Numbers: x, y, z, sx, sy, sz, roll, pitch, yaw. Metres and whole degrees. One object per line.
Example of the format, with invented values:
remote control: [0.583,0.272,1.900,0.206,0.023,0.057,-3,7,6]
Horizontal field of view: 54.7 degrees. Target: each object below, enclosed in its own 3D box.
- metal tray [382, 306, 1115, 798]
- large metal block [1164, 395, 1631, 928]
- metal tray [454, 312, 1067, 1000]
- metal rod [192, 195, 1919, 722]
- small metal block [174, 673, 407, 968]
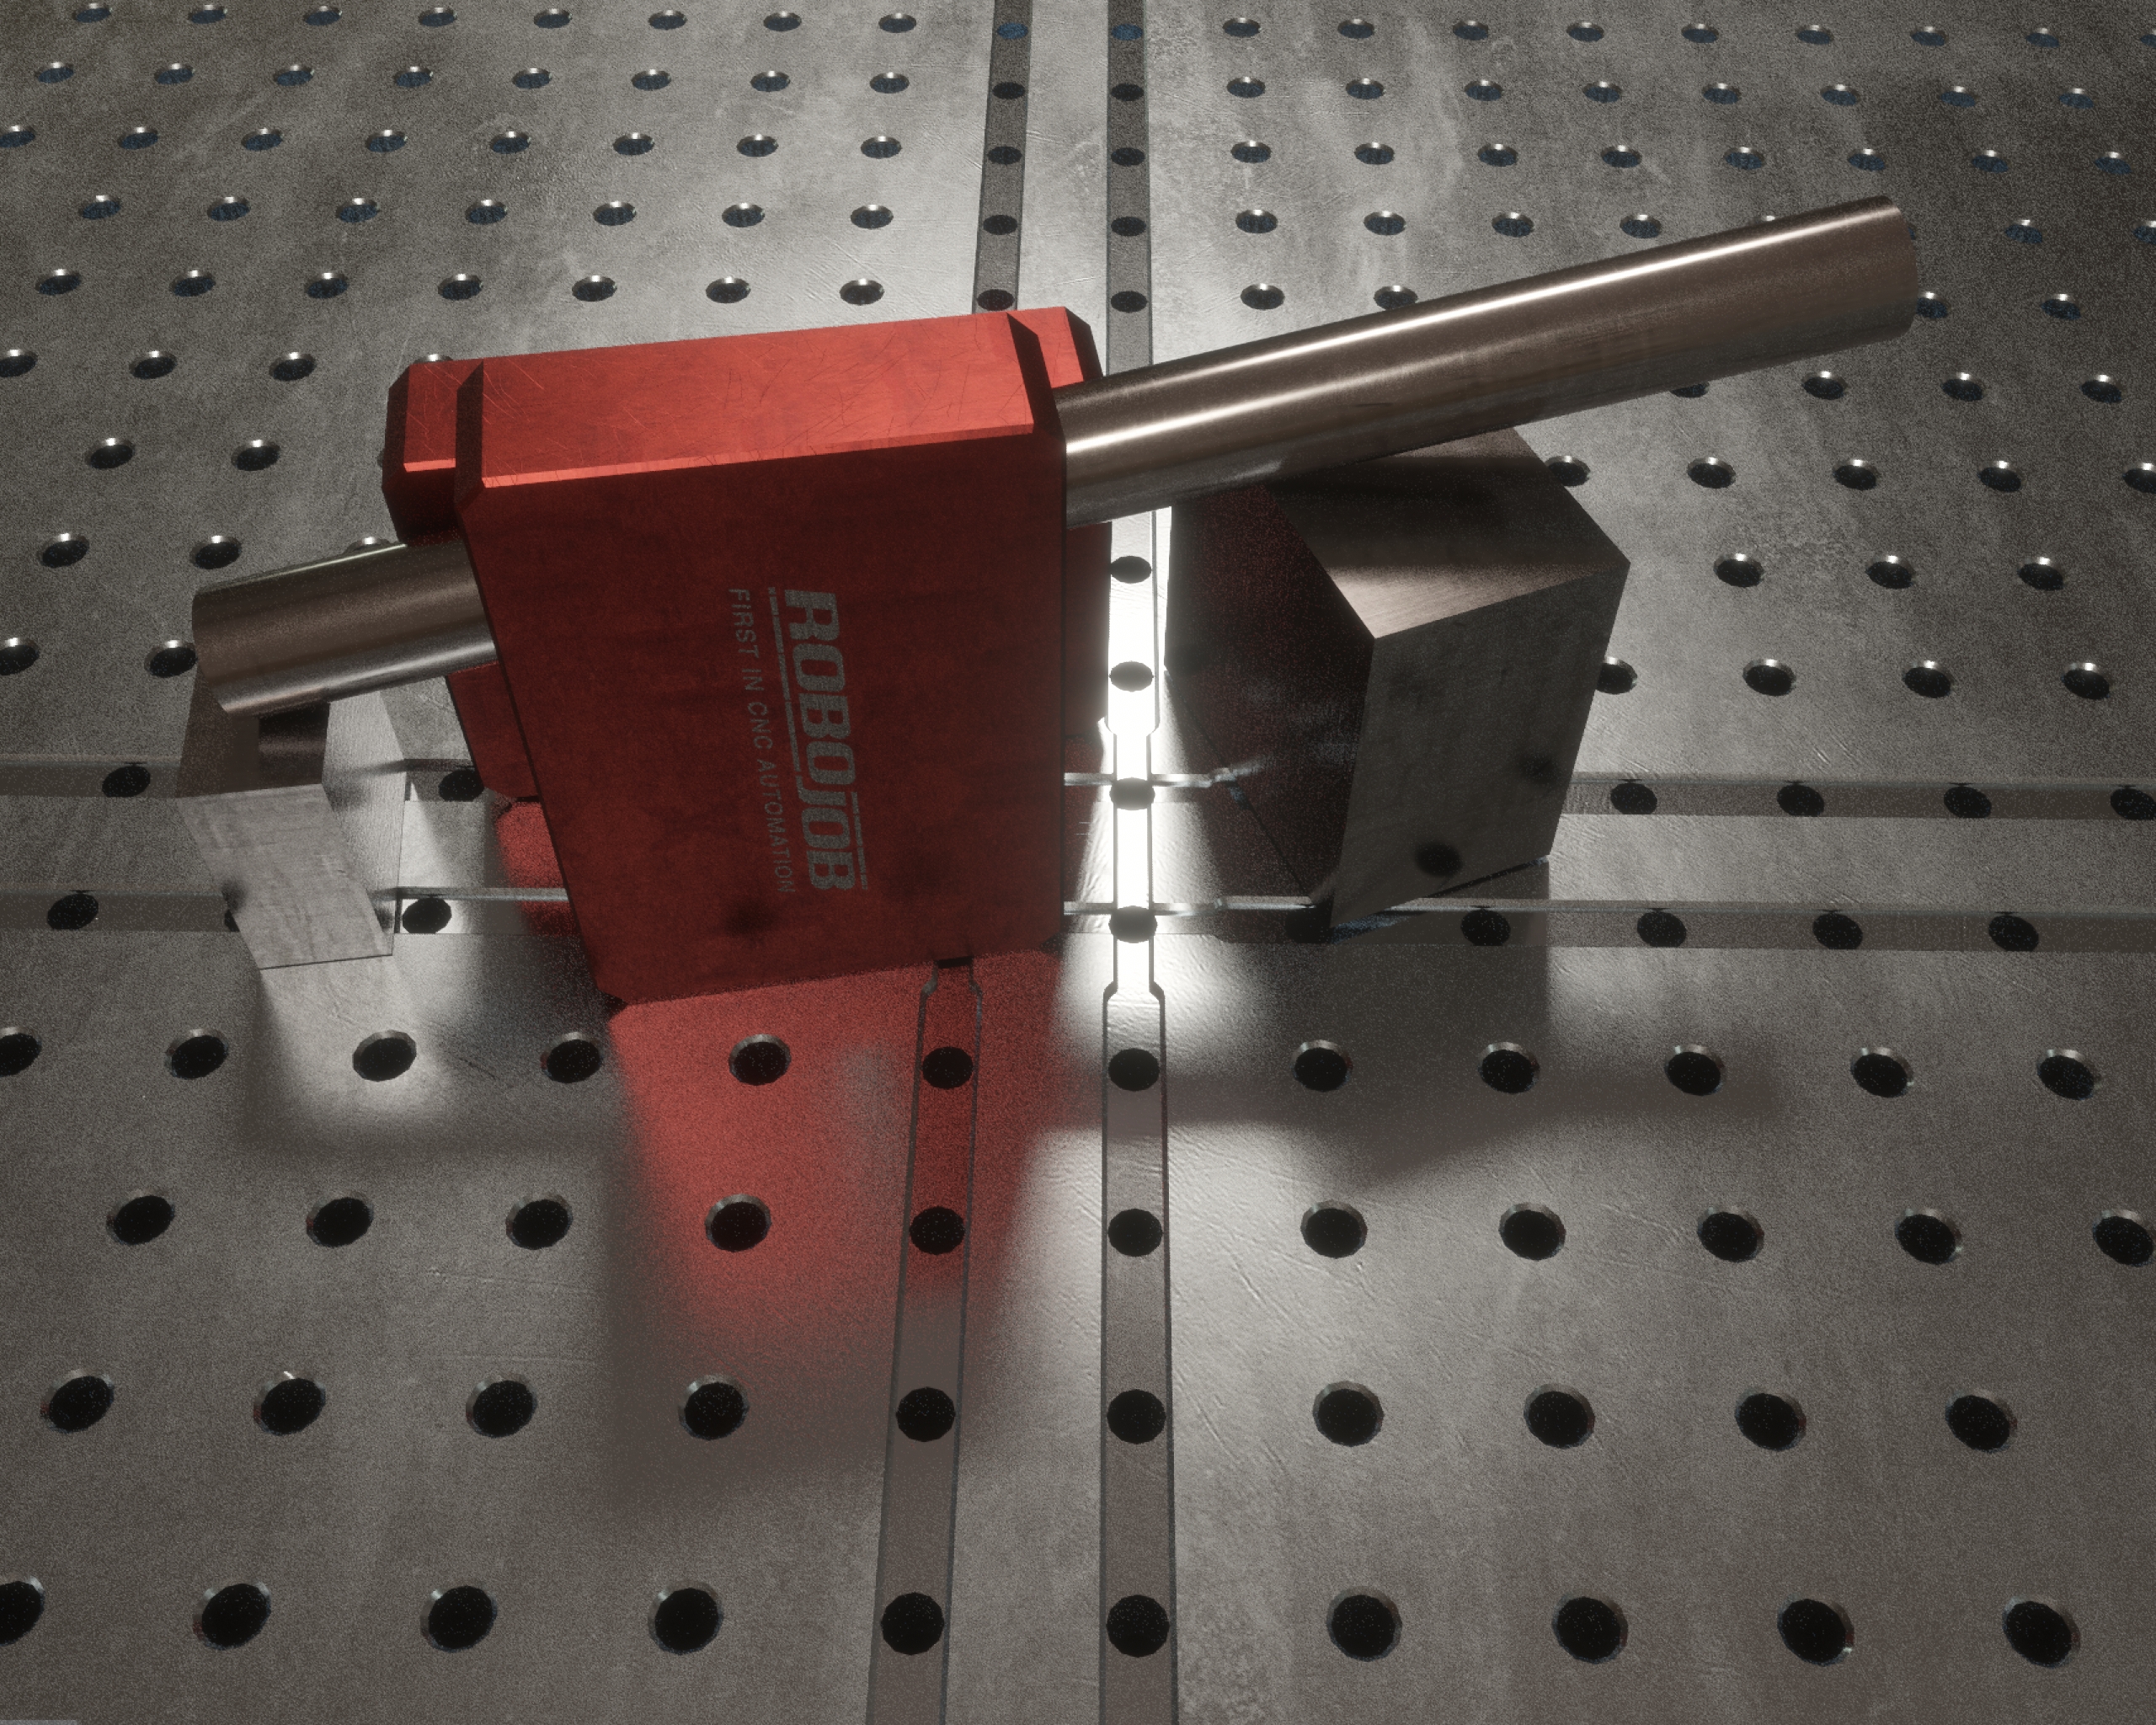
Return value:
metal tray: [-0.060,-0.059,0.413,0.131,0.089,0.030,-7,52,-6]
large metal block: [0.058,-0.048,0.412,0.050,0.080,0.080,-18,53,-15]
metal tray: [-0.049,-0.030,0.364,0.091,0.129,0.030,-7,51,-7]
metal rod: [-0.004,-0.071,0.369,0.302,0.025,0.025,-13,51,1]
small metal block: [-0.150,-0.016,0.402,0.025,0.050,0.050,-6,51,-6]
